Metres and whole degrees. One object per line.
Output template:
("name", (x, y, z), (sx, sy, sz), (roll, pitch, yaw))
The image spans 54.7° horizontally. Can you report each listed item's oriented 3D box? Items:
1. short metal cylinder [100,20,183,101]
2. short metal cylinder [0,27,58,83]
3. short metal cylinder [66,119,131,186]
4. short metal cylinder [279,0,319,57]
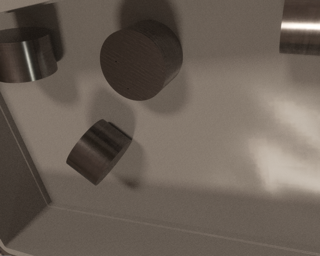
("short metal cylinder", (-0.020, -0.078, 0.354), (0.080, 0.050, 0.079), (13, 124, 20))
("short metal cylinder", (-0.180, -0.098, 0.406), (0.080, 0.080, 0.050), (12, 123, 21))
("short metal cylinder", (-0.085, 0.034, 0.437), (0.050, 0.080, 0.080), (38, 129, 3))
("short metal cylinder", (0.128, -0.097, 0.245), (0.050, 0.080, 0.079), (10, 123, 22))
